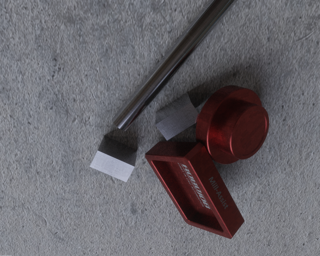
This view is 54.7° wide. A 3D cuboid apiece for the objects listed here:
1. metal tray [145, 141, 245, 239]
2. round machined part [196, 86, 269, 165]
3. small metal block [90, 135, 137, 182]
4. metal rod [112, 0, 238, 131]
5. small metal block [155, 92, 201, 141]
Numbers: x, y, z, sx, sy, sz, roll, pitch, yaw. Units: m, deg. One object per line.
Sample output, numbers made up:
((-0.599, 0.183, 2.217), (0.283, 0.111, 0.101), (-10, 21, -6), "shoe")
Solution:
((0.044, 0.078, 0.406), (0.030, 0.090, 0.130), (-41, 111, -29), "metal tray")
((0.094, 0.000, 0.377), (0.099, 0.042, 0.097), (-15, 116, -33), "round machined part")
((-0.060, 0.040, 0.410), (0.050, 0.050, 0.025), (25, 108, -9), "small metal block")
((0.043, -0.112, 0.368), (0.025, 0.025, 0.299), (38, 105, -13), "metal rod")
((0.022, -0.016, 0.391), (0.050, 0.050, 0.025), (-32, 107, 11), "small metal block")
